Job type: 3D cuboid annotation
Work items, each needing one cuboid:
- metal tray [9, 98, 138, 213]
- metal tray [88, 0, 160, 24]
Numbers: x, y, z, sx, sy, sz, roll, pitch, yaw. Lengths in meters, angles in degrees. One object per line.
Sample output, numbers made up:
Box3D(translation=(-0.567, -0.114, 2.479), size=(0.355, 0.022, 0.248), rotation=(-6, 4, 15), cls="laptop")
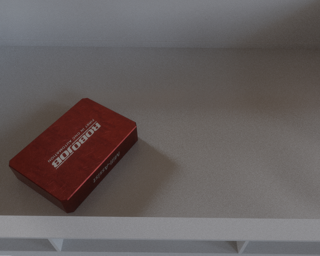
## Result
Box3D(translation=(-0.100, 0.027, 0.379), size=(0.090, 0.030, 0.131), rotation=(27, 55, 20), cls="metal tray")
Box3D(translation=(-0.075, -0.253, 0.616), size=(0.131, 0.030, 0.090), rotation=(-14, 51, -12), cls="metal tray")
